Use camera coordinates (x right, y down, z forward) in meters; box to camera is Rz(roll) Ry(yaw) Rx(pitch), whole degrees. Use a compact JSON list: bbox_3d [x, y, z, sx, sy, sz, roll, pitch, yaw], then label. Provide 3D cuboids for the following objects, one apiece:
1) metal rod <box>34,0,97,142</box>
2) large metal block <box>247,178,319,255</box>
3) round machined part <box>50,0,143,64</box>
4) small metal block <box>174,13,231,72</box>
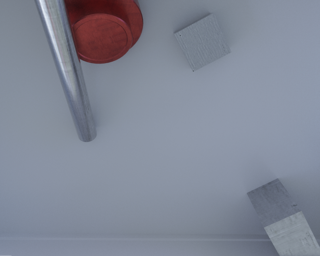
[{"bbox_3d":[-0.093,-0.080,0.296,0.025,0.025,0.298,1,143,-1],"label":"metal rod"},{"bbox_3d":[0.172,0.132,0.433,0.050,0.080,0.080,-29,108,10],"label":"large metal block"},{"bbox_3d":[-0.066,-0.108,0.334,0.099,0.042,0.098,-10,149,-6],"label":"round machined part"},{"bbox_3d":[0.051,-0.104,0.374,0.050,0.025,0.050,-27,108,9],"label":"small metal block"}]
